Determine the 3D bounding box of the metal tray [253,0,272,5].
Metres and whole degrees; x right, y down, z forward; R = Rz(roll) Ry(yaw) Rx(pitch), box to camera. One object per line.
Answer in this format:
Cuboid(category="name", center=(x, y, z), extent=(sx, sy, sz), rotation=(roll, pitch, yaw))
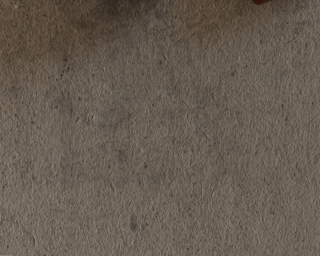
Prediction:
Cuboid(category="metal tray", center=(0.175, -0.230, 0.408), extent=(0.131, 0.030, 0.090), rotation=(-21, 90, 0))
